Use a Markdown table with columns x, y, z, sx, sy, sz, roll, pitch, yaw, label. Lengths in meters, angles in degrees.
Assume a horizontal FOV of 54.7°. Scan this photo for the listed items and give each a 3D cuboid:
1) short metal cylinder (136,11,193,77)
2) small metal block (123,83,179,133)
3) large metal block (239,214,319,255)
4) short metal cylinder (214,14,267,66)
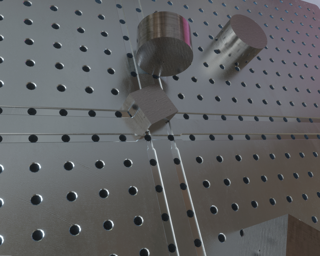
| x | y | z | sx | sy | sz | roll | pitch | yaw | label |
| --- | --- | --- | --- | --- | --- | --- | --- | --- | --- |
| 0.006 | -0.120 | 0.449 | 0.081 | 0.080 | 0.050 | 12 | 57 | -22 | short metal cylinder |
| -0.012 | -0.028 | 0.419 | 0.050 | 0.025 | 0.050 | -28 | 77 | -37 | small metal block |
| 0.133 | 0.154 | 0.351 | 0.050 | 0.080 | 0.080 | 30 | 52 | -9 | large metal block |
| 0.148 | -0.161 | 0.570 | 0.081 | 0.050 | 0.080 | 14 | 56 | -21 | short metal cylinder |
